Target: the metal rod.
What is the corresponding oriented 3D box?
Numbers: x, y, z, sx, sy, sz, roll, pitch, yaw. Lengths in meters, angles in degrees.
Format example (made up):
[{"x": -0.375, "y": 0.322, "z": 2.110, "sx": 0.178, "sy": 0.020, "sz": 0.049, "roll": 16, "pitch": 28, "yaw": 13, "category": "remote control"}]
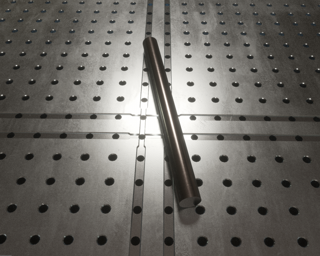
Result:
[{"x": 0.008, "y": -0.032, "z": 0.434, "sx": 0.025, "sy": 0.025, "sz": 0.300, "roll": -7, "pitch": 50, "yaw": -6, "category": "metal rod"}]
